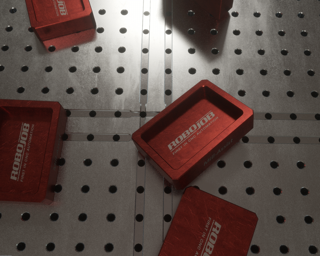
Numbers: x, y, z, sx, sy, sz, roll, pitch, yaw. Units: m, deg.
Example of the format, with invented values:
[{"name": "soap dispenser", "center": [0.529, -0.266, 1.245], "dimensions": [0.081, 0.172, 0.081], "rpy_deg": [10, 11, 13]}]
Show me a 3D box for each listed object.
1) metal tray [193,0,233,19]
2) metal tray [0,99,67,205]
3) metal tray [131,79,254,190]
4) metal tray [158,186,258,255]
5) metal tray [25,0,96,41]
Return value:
[{"name": "metal tray", "center": [0.053, -0.232, 0.460], "dimensions": [0.030, 0.090, 0.130], "rpy_deg": [-44, 76, -4]}, {"name": "metal tray", "center": [-0.177, 0.029, 0.396], "dimensions": [0.091, 0.030, 0.130], "rpy_deg": [3, 70, 0]}, {"name": "metal tray", "center": [0.042, 0.004, 0.392], "dimensions": [0.130, 0.030, 0.090], "rpy_deg": [-38, 55, -13]}, {"name": "metal tray", "center": [0.048, 0.144, 0.357], "dimensions": [0.090, 0.030, 0.130], "rpy_deg": [22, 71, 7]}, {"name": "metal tray", "center": [-0.161, -0.207, 0.482], "dimensions": [0.091, 0.030, 0.130], "rpy_deg": [-17, 71, -7]}]
